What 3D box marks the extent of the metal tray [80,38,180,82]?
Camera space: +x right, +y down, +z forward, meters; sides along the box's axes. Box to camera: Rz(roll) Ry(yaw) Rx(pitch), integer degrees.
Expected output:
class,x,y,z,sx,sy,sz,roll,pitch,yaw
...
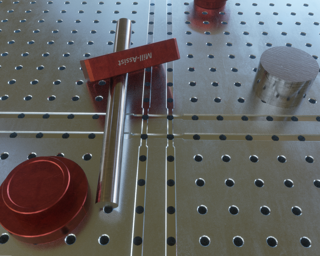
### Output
class,x,y,z,sx,sy,sz,roll,pitch,yaw
metal tray,-0.047,-0.101,0.458,0.131,0.030,0.090,-18,16,-15

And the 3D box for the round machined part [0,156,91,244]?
class,x,y,z,sx,sy,sz,roll,pitch,yaw
round machined part,-0.128,0.070,0.337,0.099,0.042,0.098,0,50,0

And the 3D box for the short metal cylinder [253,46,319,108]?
class,x,y,z,sx,sy,sz,roll,pitch,yaw
short metal cylinder,0.183,-0.076,0.456,0.080,0.050,0.080,0,50,0

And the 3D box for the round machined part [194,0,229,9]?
class,x,y,z,sx,sy,sz,roll,pitch,yaw
round machined part,0.105,-0.280,0.632,0.099,0.042,0.098,0,50,0

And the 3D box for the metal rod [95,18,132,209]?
class,x,y,z,sx,sy,sz,roll,pitch,yaw
metal rod,-0.058,-0.042,0.418,0.025,0.025,0.300,0,57,0
